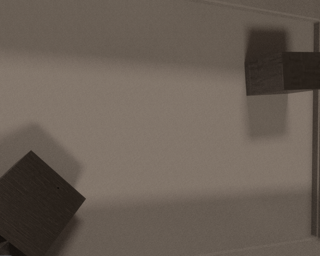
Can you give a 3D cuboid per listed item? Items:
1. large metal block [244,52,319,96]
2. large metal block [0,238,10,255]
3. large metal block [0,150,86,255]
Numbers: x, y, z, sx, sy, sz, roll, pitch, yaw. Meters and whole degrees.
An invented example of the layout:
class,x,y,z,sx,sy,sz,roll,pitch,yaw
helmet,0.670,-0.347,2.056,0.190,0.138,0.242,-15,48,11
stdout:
class,x,y,z,sx,sy,sz,roll,pitch,yaw
large metal block,0.182,-0.077,0.450,0.081,0.080,0.050,-5,92,-20
large metal block,-0.195,0.128,0.271,0.080,0.080,0.050,19,117,15
large metal block,-0.142,0.085,0.328,0.080,0.050,0.080,47,46,-15
